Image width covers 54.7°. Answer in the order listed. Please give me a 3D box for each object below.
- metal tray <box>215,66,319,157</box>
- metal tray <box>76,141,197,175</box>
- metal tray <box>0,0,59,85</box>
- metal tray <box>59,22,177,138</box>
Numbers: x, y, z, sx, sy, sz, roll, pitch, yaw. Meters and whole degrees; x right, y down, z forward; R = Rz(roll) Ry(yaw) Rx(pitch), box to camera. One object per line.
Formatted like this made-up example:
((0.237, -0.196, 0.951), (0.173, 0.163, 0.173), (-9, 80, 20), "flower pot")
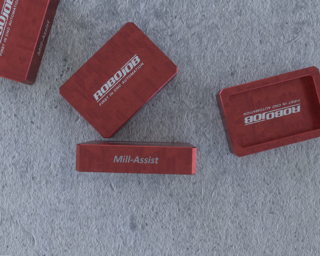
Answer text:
((0.149, -0.021, 0.408), (0.131, 0.030, 0.090), (-14, 90, 0), "metal tray")
((-0.026, 0.033, 0.377), (0.131, 0.090, 0.030), (2, 90, 0), "metal tray")
((-0.196, -0.131, 0.406), (0.090, 0.030, 0.129), (16, 90, 0), "metal tray")
((-0.053, -0.061, 0.407), (0.130, 0.030, 0.090), (-44, 90, 0), "metal tray")
